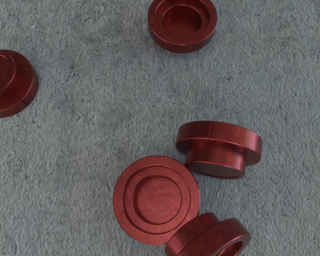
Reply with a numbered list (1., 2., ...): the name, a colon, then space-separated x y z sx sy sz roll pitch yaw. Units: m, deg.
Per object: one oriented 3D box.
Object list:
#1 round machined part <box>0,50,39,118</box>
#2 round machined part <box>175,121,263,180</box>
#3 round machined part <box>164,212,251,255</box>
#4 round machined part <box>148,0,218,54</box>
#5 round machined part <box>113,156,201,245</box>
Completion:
1. round machined part: -0.222 -0.066 0.422 0.099 0.042 0.098 0 70 0
2. round machined part: 0.066 0.030 0.358 0.099 0.098 0.042 12 71 4
3. round machined part: 0.044 0.128 0.326 0.098 0.098 0.042 -34 55 -11
4. round machined part: 0.032 -0.150 0.454 0.099 0.042 0.098 0 70 0
5. round machined part: -0.002 0.084 0.364 0.099 0.042 0.098 -2 73 6
